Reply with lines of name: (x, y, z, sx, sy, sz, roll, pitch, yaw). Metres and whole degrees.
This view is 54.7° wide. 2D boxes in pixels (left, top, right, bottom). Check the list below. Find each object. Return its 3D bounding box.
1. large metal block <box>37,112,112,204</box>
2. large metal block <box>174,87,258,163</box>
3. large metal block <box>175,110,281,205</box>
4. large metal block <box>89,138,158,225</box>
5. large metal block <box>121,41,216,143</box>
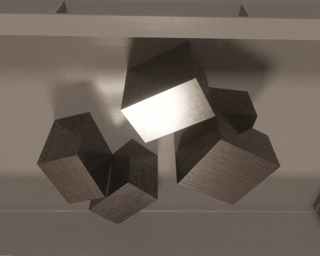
large metal block: (-0.106, 0.039, 0.405, 0.050, 0.080, 0.080, -13, 129, 10)
large metal block: (0.065, -0.004, 0.391, 0.081, 0.050, 0.079, 6, 130, -6)
large metal block: (0.074, 0.036, 0.359, 0.080, 0.050, 0.080, 24, 126, -20)
large metal block: (-0.049, 0.075, 0.437, 0.050, 0.080, 0.080, 37, 121, -27)
large metal block: (0.008, -0.040, 0.339, 0.080, 0.080, 0.050, -22, 127, 17)
